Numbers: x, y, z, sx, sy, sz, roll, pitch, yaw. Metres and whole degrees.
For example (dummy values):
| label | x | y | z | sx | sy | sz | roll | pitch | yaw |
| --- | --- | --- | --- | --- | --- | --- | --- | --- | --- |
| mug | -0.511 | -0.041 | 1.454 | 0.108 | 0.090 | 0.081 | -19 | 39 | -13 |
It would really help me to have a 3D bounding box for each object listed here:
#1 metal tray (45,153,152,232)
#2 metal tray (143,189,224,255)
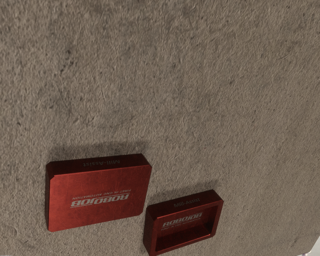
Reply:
| label | x | y | z | sx | sy | sz | roll | pitch | yaw |
| --- | --- | --- | --- | --- | --- | --- | --- | --- | --- |
| metal tray | -0.082 | 0.084 | 0.412 | 0.131 | 0.030 | 0.089 | -3 | 120 | -28 |
| metal tray | 0.040 | 0.160 | 0.526 | 0.131 | 0.030 | 0.089 | -8 | 122 | -25 |
